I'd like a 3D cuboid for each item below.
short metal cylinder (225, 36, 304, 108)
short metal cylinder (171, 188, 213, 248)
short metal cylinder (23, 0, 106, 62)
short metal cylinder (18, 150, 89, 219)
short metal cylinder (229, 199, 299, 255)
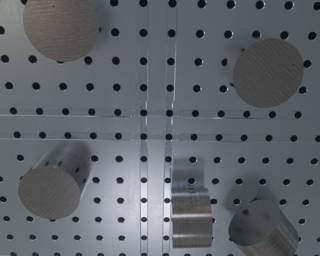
[{"bbox_3d":[0.123,-0.069,0.375,0.081,0.050,0.079,0,110,0],"label":"short metal cylinder"},{"bbox_3d":[0.041,0.124,0.430,0.050,0.080,0.079,-1,110,0],"label":"short metal cylinder"},{"bbox_3d":[-0.106,-0.120,0.355,0.081,0.050,0.079,0,110,0],"label":"short metal cylinder"},{"bbox_3d":[-0.144,0.077,0.427,0.081,0.050,0.079,0,110,0],"label":"short metal cylinder"},{"bbox_3d":[0.146,0.149,0.440,0.080,0.080,0.050,-36,106,12],"label":"short metal cylinder"}]
